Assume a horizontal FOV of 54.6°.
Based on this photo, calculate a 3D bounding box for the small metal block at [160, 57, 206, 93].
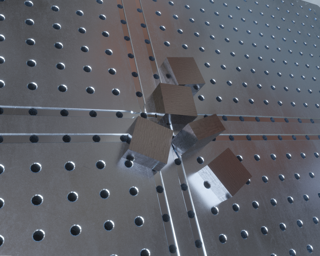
[{"bbox_3d":[0.034,-0.081,0.475,0.050,0.025,0.050,-8,66,-32],"label":"small metal block"}]

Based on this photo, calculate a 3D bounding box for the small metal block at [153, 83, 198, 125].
[{"bbox_3d":[0.021,-0.034,0.439,0.050,0.025,0.050,4,60,-26],"label":"small metal block"}]

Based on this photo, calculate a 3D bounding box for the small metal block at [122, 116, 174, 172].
[{"bbox_3d":[-0.015,0.020,0.388,0.050,0.025,0.050,23,53,-14],"label":"small metal block"}]

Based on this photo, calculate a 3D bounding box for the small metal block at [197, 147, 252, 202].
[{"bbox_3d":[0.087,0.062,0.417,0.050,0.025,0.050,-32,79,-38],"label":"small metal block"}]

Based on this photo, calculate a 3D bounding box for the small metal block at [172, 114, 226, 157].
[{"bbox_3d":[0.050,0.010,0.413,0.050,0.050,0.025,-19,72,-35],"label":"small metal block"}]
